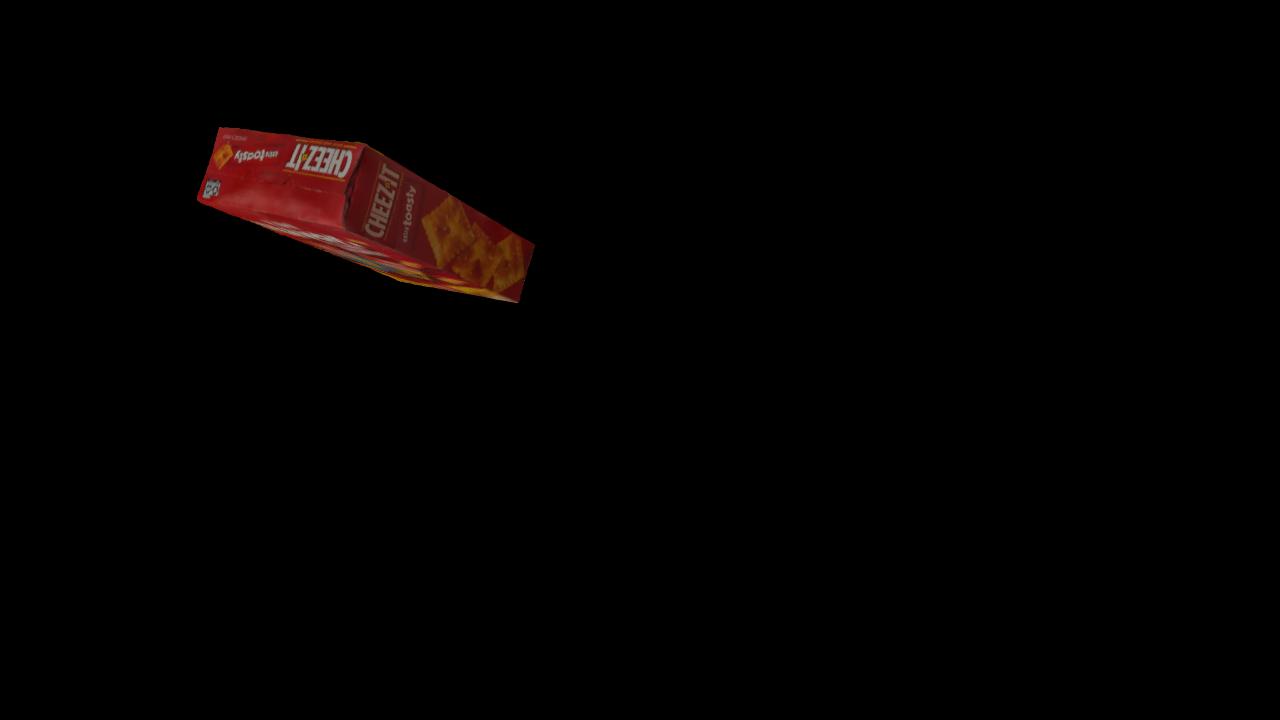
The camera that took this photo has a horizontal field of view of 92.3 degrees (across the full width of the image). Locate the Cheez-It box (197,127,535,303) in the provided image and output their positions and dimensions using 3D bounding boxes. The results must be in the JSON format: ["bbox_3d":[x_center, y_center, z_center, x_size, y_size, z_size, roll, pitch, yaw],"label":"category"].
[{"bbox_3d":[-0.224,-0.118,0.543,0.166,0.071,0.223,13,-4,24],"label":"Cheez-It box"}]
